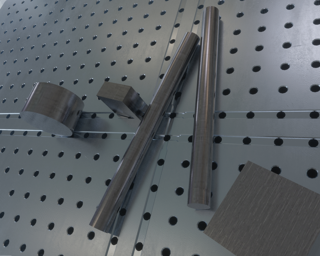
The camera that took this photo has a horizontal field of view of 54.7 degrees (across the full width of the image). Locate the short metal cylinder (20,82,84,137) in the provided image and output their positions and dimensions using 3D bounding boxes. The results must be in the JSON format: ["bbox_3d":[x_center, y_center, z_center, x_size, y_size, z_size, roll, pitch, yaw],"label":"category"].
[{"bbox_3d":[-0.164,-0.027,0.476,0.080,0.080,0.050,3,63,29],"label":"short metal cylinder"}]

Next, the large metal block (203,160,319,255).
[{"bbox_3d":[0.101,0.089,0.285,0.080,0.050,0.080,27,76,37],"label":"large metal block"}]

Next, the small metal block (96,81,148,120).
[{"bbox_3d":[-0.054,-0.039,0.445,0.050,0.050,0.025,15,70,34],"label":"small metal block"}]

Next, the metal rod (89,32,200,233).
[{"bbox_3d":[-0.013,-0.007,0.419,0.025,0.025,0.300,13,68,33],"label":"metal rod"}]

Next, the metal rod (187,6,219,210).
[{"bbox_3d":[0.060,-0.046,0.404,0.025,0.025,0.299,-6,59,25],"label":"metal rod"}]
